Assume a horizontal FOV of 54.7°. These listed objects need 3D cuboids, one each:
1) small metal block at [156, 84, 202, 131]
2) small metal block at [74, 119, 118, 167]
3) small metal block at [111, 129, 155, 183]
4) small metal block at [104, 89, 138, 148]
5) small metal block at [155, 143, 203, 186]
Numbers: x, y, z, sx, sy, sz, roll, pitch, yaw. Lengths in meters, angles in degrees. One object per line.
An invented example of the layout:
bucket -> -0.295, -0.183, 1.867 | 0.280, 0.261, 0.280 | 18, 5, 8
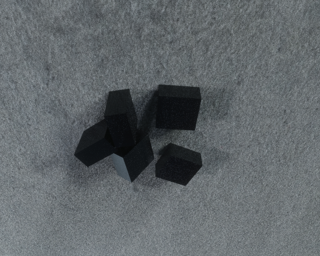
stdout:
small metal block -> 0.021, -0.025, 0.386 | 0.050, 0.025, 0.050 | 3, 130, -4
small metal block -> -0.078, 0.016, 0.402 | 0.050, 0.050, 0.025 | -28, 120, 21
small metal block -> -0.036, 0.036, 0.417 | 0.025, 0.050, 0.050 | 22, 141, 32
small metal block -> -0.046, -0.012, 0.380 | 0.025, 0.050, 0.050 | -8, 130, 6
small metal block -> 0.027, 0.054, 0.454 | 0.050, 0.025, 0.050 | 20, 127, -17
